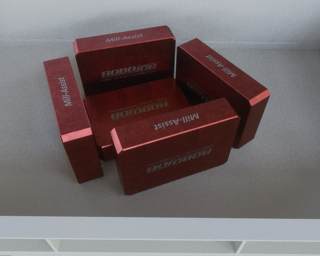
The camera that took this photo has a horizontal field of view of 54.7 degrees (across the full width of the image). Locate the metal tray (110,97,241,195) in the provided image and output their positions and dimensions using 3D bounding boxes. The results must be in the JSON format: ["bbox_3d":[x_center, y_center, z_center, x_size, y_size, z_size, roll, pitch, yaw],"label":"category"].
[{"bbox_3d":[0.017,0.022,0.342,0.131,0.089,0.030,-16,52,-14],"label":"metal tray"}]

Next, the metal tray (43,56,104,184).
[{"bbox_3d":[-0.103,-0.011,0.368,0.030,0.089,0.130,-17,52,-14],"label":"metal tray"}]

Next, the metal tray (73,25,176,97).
[{"bbox_3d":[-0.046,-0.088,0.433,0.131,0.089,0.030,-12,51,-11],"label":"metal tray"}]

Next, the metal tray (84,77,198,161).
[{"bbox_3d":[-0.027,-0.016,0.411,0.131,0.030,0.090,-15,52,-13],"label":"metal tray"}]

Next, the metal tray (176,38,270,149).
[{"bbox_3d":[0.072,-0.045,0.400,0.030,0.089,0.130,-30,56,-22],"label":"metal tray"}]
